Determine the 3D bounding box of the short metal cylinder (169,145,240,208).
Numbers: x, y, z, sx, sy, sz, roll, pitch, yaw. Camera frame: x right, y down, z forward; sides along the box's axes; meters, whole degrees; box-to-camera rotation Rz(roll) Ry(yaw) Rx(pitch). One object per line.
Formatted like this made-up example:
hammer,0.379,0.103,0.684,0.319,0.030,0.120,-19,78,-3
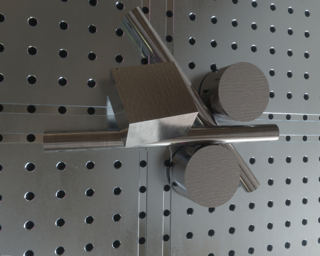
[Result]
short metal cylinder,0.059,0.061,0.418,0.081,0.050,0.079,0,90,-20

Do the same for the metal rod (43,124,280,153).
metal rod,0.013,0.011,0.396,0.302,0.025,0.025,-2,91,-14

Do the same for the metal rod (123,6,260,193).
metal rod,0.050,-0.030,0.428,0.025,0.025,0.299,-40,103,-16

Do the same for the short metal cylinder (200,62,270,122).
short metal cylinder,0.104,-0.048,0.434,0.081,0.050,0.079,0,90,-20

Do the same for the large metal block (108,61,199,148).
large metal block,-0.012,-0.030,0.372,0.081,0.050,0.080,-11,59,-19
